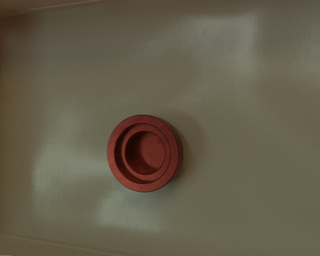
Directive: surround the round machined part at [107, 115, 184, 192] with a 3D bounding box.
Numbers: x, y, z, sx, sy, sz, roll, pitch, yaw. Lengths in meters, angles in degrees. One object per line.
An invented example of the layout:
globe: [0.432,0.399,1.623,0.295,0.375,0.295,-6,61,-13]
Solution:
round machined part: [-0.016,0.032,0.407,0.098,0.042,0.097,0,90,20]
